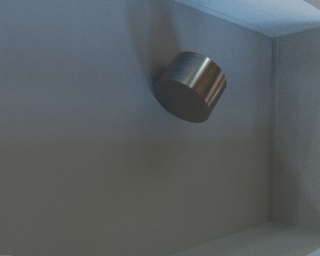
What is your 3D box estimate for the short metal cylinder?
[{"bbox_3d":[0.038,-0.051,0.402,0.080,0.080,0.050,48,62,-30],"label":"short metal cylinder"}]
